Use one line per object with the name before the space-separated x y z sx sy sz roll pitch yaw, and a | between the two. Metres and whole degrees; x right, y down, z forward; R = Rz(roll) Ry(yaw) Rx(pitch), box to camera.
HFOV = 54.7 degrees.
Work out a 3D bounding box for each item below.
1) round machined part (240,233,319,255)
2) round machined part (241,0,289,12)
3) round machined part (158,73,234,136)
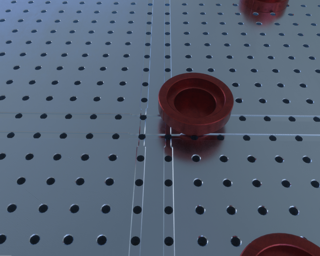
round machined part | 0.111 0.148 0.273 0.099 0.042 0.098 0 50 0
round machined part | 0.219 -0.282 0.637 0.099 0.042 0.098 0 50 0
round machined part | 0.047 -0.028 0.421 0.099 0.042 0.098 0 50 0
